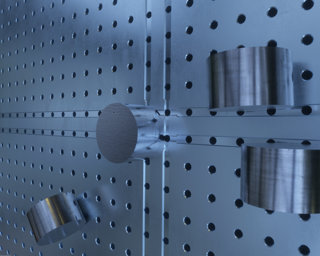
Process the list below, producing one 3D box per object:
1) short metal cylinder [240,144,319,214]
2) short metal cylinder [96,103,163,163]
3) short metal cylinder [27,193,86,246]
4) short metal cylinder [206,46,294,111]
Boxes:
[{"bbox_3d":[0.114,0.041,0.279,0.080,0.081,0.050,2,91,39],"label":"short metal cylinder"},{"bbox_3d":[-0.042,0.007,0.426,0.080,0.050,0.079,0,90,39],"label":"short metal cylinder"},{"bbox_3d":[-0.170,0.150,0.511,0.080,0.081,0.050,-47,63,30],"label":"short metal cylinder"},{"bbox_3d":[0.086,-0.044,0.301,0.080,0.081,0.050,-2,89,39],"label":"short metal cylinder"}]
